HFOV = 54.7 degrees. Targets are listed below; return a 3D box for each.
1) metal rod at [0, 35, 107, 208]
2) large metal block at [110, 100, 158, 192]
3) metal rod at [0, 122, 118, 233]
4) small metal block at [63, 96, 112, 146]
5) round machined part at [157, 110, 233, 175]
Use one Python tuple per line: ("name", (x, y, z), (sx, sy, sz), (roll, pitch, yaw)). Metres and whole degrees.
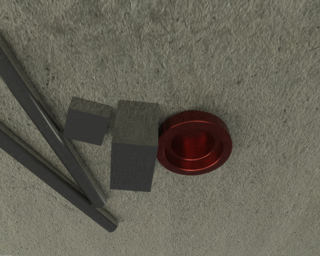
("metal rod", (-0.140, 0.012, 0.415), (0.025, 0.025, 0.299), (-13, 129, 10))
("large metal block", (-0.032, 0.022, 0.389), (0.050, 0.080, 0.079), (5, 130, -5))
("metal rod", (-0.160, 0.078, 0.471), (0.025, 0.025, 0.300), (-24, 127, 19))
("small metal block", (-0.094, -0.008, 0.399), (0.050, 0.025, 0.050), (14, 129, -13))
("round machined part", (0.043, 0.015, 0.410), (0.099, 0.042, 0.097), (-1, 130, 0))
